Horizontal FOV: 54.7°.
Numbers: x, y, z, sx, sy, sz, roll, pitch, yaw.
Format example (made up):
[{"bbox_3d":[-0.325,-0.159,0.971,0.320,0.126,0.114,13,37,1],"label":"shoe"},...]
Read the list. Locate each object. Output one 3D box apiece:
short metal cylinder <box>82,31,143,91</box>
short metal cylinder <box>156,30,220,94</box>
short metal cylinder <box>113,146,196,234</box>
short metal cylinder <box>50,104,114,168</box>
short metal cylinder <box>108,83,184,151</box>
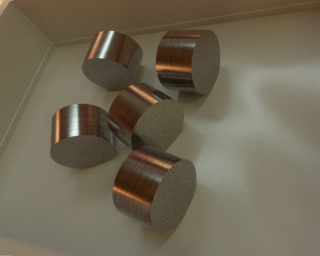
[{"bbox_3d":[-0.070,-0.099,0.466,0.080,0.080,0.050,-1,62,27],"label":"short metal cylinder"},{"bbox_3d":[0.038,-0.086,0.402,0.050,0.080,0.080,11,68,33],"label":"short metal cylinder"},{"bbox_3d":[-0.004,0.064,0.332,0.050,0.080,0.080,17,71,34],"label":"short metal cylinder"},{"bbox_3d":[-0.104,0.012,0.416,0.080,0.080,0.050,-22,54,14],"label":"short metal cylinder"},{"bbox_3d":[-0.017,-0.010,0.384,0.080,0.080,0.050,-49,52,-6],"label":"short metal cylinder"}]
